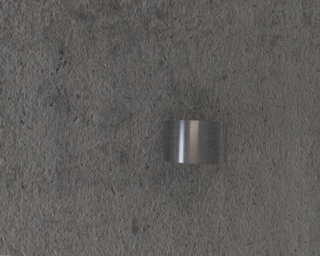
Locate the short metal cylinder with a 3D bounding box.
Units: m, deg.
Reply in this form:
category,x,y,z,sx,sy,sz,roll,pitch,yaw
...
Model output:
category,x,y,z,sx,sy,sz,roll,pitch,yaw
short metal cylinder,0.045,0.017,0.396,0.081,0.080,0.050,2,90,-20
